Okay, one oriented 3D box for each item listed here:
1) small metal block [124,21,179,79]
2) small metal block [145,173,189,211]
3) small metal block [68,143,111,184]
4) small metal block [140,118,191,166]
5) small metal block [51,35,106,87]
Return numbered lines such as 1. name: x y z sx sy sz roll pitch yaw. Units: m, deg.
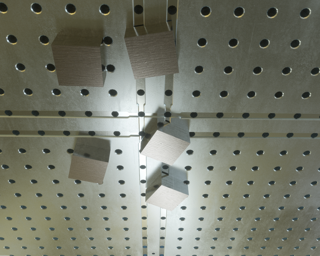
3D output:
1. small metal block: -0.008 -0.085 0.340 0.050 0.025 0.050 -8 130 6
2. small metal block: 0.011 0.104 0.501 0.050 0.025 0.050 25 126 -20
3. small metal block: -0.104 0.053 0.455 0.050 0.025 0.050 13 129 -12
4. small metal block: 0.007 0.020 0.429 0.050 0.025 0.050 22 127 -18
5. small metal block: -0.089 -0.075 0.347 0.050 0.025 0.050 2 130 -2
